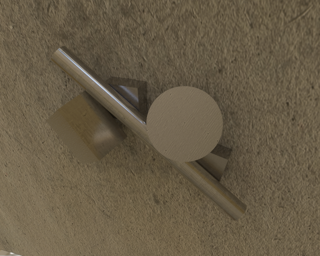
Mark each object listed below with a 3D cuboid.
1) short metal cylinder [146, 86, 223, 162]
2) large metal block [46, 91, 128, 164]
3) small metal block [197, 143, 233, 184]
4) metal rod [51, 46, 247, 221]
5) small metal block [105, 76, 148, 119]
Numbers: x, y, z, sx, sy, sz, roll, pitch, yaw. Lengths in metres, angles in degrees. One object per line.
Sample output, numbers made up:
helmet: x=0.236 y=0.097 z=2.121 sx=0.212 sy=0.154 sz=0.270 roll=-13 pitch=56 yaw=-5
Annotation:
short metal cylinder: x=0.025 y=-0.004 z=0.349 sx=0.081 sy=0.050 sz=0.079 roll=0 pitch=89 yaw=-2
large metal block: x=-0.102 y=0.001 z=0.423 sx=0.080 sy=0.050 sz=0.080 roll=53 pitch=151 yaw=-11
small metal block: x=0.061 y=0.043 z=0.403 sx=0.050 sy=0.025 sz=0.050 roll=22 pitch=127 yaw=14
metal rod: x=-0.013 y=0.007 z=0.386 sx=0.300 sy=0.025 sz=0.025 roll=41 pitch=129 yaw=-1
small metal block: x=-0.044 y=-0.038 z=0.407 sx=0.050 sy=0.025 sz=0.050 roll=12 pitch=123 yaw=21
